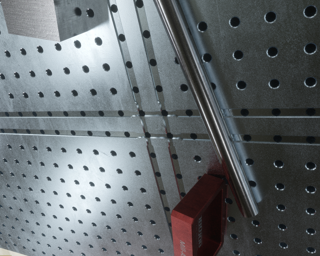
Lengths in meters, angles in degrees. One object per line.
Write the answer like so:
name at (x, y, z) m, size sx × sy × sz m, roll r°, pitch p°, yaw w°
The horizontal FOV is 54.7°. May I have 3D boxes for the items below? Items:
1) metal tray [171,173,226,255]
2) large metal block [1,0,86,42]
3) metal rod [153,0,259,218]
metal tray at (0.055, 0.139, 0.422) m, size 0.030 × 0.091 × 0.129 m, roll 16°, pitch 126°, yaw 32°
large metal block at (-0.142, -0.155, 0.372) m, size 0.080 × 0.050 × 0.079 m, roll 14°, pitch 124°, yaw 20°
metal rod at (0.061, -0.016, 0.367) m, size 0.025 × 0.025 × 0.299 m, roll -12°, pitch 112°, yaw 33°
